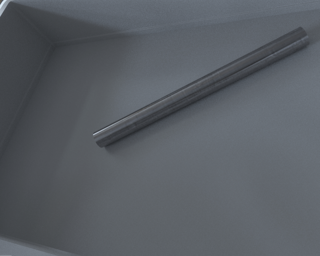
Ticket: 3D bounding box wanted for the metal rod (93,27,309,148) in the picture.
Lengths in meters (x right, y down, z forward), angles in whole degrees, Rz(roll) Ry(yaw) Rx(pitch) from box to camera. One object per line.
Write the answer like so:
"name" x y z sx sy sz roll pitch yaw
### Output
"metal rod" 0.045 -0.048 0.410 0.301 0.025 0.025 -26 53 11
